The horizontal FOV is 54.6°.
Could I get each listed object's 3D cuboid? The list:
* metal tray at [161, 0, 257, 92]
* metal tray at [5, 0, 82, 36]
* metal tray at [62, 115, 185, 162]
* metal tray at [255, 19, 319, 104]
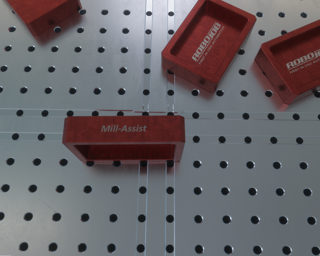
[{"bbox_3d":[0.072,-0.127,0.455,0.090,0.030,0.130,30,73,10],"label":"metal tray"},{"bbox_3d":[-0.198,-0.217,0.488,0.090,0.030,0.130,-37,74,-13],"label":"metal tray"},{"bbox_3d":[-0.038,0.016,0.371,0.131,0.090,0.030,-1,70,0],"label":"metal tray"},{"bbox_3d":[0.218,-0.101,0.446,0.131,0.030,0.090,-24,72,-9],"label":"metal tray"}]
